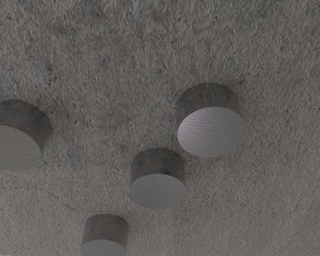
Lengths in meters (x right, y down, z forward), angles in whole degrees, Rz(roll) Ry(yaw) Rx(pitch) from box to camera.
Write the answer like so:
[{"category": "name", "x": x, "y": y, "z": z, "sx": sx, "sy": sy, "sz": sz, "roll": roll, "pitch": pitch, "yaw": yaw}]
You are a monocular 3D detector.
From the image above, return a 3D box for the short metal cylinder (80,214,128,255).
[{"category": "short metal cylinder", "x": -0.099, "y": 0.200, "z": 0.560, "sx": 0.081, "sy": 0.050, "sz": 0.079, "roll": 0, "pitch": 130, "yaw": 0}]

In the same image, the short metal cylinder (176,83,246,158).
[{"category": "short metal cylinder", "x": 0.061, "y": -0.009, "z": 0.384, "sx": 0.081, "sy": 0.050, "sz": 0.079, "roll": 0, "pitch": 130, "yaw": 0}]

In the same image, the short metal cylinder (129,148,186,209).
[{"category": "short metal cylinder", "x": -0.003, "y": 0.075, "z": 0.454, "sx": 0.081, "sy": 0.050, "sz": 0.079, "roll": 0, "pitch": 130, "yaw": 0}]

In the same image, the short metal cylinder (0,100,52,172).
[{"category": "short metal cylinder", "x": -0.187, "y": 0.011, "z": 0.398, "sx": 0.081, "sy": 0.050, "sz": 0.079, "roll": 0, "pitch": 130, "yaw": 0}]
